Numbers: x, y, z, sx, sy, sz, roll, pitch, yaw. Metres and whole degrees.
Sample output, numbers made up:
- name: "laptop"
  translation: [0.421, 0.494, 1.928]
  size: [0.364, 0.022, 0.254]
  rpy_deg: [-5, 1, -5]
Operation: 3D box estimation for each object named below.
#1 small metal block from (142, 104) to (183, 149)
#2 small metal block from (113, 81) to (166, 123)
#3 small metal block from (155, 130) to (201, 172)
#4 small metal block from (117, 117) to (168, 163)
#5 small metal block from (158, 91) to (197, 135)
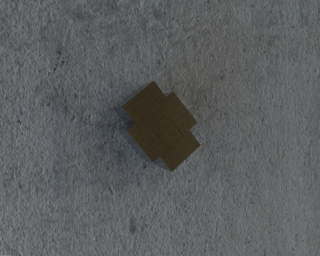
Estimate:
- name: "small metal block"
  translation: [-0.005, -0.002, 0.396]
  size: [0.025, 0.050, 0.050]
  rpy_deg: [-42, 104, -15]
- name: "small metal block"
  translation: [-0.027, -0.031, 0.387]
  size: [0.050, 0.050, 0.025]
  rpy_deg: [-41, 104, -16]
- name: "small metal block"
  translation: [0.017, 0.028, 0.404]
  size: [0.050, 0.050, 0.025]
  rpy_deg: [-41, 104, -16]
- name: "small metal block"
  translation: [-0.023, 0.014, 0.389]
  size: [0.025, 0.050, 0.050]
  rpy_deg: [-42, 104, -15]
- name: "small metal block"
  translation: [0.014, -0.018, 0.402]
  size: [0.025, 0.050, 0.050]
  rpy_deg: [-43, 104, -15]
